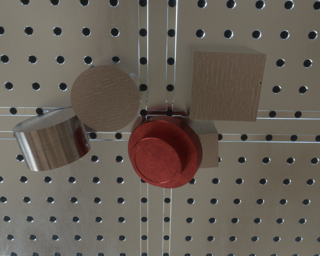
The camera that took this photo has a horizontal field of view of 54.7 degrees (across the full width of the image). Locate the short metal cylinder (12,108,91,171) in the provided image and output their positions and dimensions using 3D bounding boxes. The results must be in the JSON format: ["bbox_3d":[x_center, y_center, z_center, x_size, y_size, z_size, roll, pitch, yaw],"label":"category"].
[{"bbox_3d":[-0.133,0.012,0.387,0.080,0.080,0.050,-11,110,4],"label":"short metal cylinder"}]

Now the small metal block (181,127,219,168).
[{"bbox_3d":[0.053,0.027,0.424,0.050,0.025,0.050,-4,110,1],"label":"small metal block"}]

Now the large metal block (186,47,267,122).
[{"bbox_3d":[0.077,-0.055,0.380,0.081,0.050,0.079,2,110,-1],"label":"large metal block"}]

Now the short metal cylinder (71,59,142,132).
[{"bbox_3d":[-0.064,-0.041,0.384,0.081,0.050,0.079,0,110,0],"label":"short metal cylinder"}]

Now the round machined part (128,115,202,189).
[{"bbox_3d":[0.002,0.036,0.400,0.098,0.042,0.097,8,113,20],"label":"round machined part"}]
